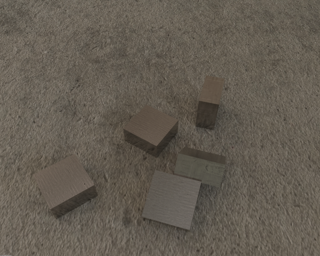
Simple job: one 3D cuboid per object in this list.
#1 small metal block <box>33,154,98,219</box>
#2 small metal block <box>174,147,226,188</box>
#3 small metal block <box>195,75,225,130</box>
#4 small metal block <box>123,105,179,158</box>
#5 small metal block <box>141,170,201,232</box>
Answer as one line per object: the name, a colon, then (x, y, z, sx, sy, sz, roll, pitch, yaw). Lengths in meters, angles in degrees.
small metal block: (-0.106, 0.065, 0.348, 0.050, 0.025, 0.050, -28, 55, -22)
small metal block: (0.046, 0.042, 0.350, 0.050, 0.025, 0.050, 13, 7, 11)
small metal block: (0.067, -0.034, 0.416, 0.025, 0.050, 0.050, 12, 51, 10)
small metal block: (-0.011, 0.003, 0.400, 0.050, 0.025, 0.050, 27, 55, 21)
small metal block: (0.013, 0.077, 0.329, 0.050, 0.025, 0.050, 13, 69, 10)
